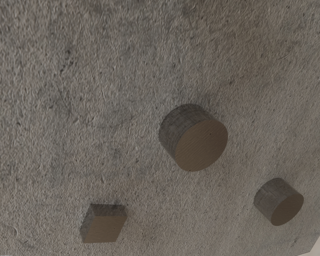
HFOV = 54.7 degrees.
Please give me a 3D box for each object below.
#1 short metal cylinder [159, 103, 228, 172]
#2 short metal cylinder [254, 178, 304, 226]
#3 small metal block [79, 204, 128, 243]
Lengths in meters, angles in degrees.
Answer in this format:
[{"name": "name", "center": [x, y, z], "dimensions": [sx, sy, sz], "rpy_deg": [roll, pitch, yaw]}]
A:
[{"name": "short metal cylinder", "center": [0.045, 0.013, 0.425], "dimensions": [0.081, 0.050, 0.079], "rpy_deg": [-14, 125, -21]}, {"name": "short metal cylinder", "center": [0.234, 0.146, 0.612], "dimensions": [0.081, 0.050, 0.079], "rpy_deg": [-14, 125, -21]}, {"name": "small metal block", "center": [-0.082, 0.139, 0.449], "dimensions": [0.050, 0.025, 0.050], "rpy_deg": [12, 112, -34]}]
